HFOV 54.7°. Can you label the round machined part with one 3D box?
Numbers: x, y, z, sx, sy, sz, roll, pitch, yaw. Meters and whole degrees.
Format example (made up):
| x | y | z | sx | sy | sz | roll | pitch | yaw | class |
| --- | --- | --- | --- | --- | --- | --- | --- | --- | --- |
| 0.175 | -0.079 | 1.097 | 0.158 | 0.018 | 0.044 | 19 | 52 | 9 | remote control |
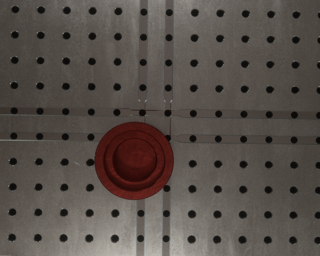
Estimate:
| x | y | z | sx | sy | sz | roll | pitch | yaw | class |
| --- | --- | --- | --- | --- | --- | --- | --- | --- | --- |
| -0.032 | 0.041 | 0.405 | 0.099 | 0.042 | 0.097 | 0 | 90 | -1 | round machined part |
